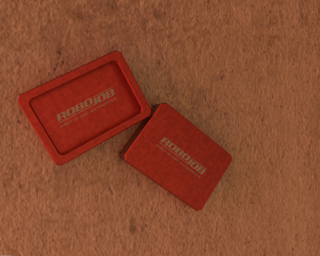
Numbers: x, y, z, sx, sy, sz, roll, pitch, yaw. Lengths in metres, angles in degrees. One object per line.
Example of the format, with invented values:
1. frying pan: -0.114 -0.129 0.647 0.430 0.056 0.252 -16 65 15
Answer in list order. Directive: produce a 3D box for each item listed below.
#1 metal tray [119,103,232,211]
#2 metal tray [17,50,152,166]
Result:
1. metal tray: 0.024 0.039 0.416 0.130 0.030 0.090 38 78 -17
2. metal tray: -0.087 -0.025 0.374 0.131 0.030 0.090 -30 100 -18
